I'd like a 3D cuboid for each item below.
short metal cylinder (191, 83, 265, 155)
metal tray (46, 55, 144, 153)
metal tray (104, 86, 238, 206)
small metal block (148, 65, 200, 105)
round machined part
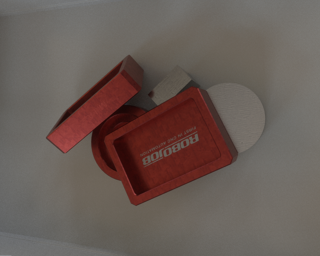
[{"bbox_3d":[0.082,-0.010,0.366,0.080,0.050,0.079,0,90,19],"label":"short metal cylinder"},{"bbox_3d":[-0.080,-0.033,0.400,0.130,0.090,0.030,-38,110,15],"label":"metal tray"},{"bbox_3d":[0.009,0.022,0.352,0.130,0.030,0.090,-28,80,22],"label":"metal tray"},{"bbox_3d":[0.019,-0.048,0.388,0.050,0.050,0.025,-44,77,13],"label":"small metal block"},{"bbox_3d":[-0.038,0.019,0.413,0.098,0.042,0.097,0,90,19],"label":"round machined part"}]
